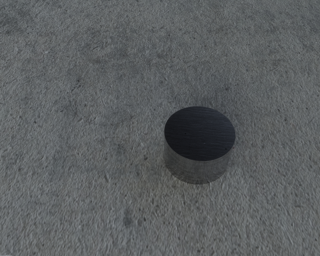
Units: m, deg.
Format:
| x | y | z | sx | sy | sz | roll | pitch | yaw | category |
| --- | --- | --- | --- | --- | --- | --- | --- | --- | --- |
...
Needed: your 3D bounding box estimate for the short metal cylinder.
| x | y | z | sx | sy | sz | roll | pitch | yaw | category |
| --- | --- | --- | --- | --- | --- | --- | --- | --- | --- |
| 0.045 | 0.020 | 0.371 | 0.080 | 0.050 | 0.080 | 0 | 50 | 0 | short metal cylinder |
